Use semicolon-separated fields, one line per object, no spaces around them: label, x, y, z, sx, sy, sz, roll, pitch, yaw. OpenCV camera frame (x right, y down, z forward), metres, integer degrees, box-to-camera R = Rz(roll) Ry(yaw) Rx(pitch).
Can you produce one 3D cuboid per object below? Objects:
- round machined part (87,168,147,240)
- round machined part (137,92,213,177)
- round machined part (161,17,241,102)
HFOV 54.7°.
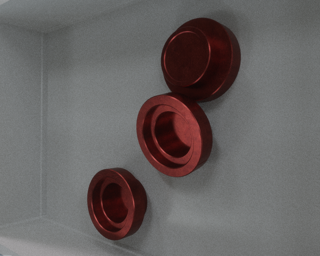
round machined part;-0.057;0.105;0.443;0.098;0.042;0.097;0;90;40
round machined part;0.021;0.005;0.369;0.098;0.042;0.097;16;114;38
round machined part;0.040;-0.080;0.363;0.098;0.042;0.097;0;90;40
